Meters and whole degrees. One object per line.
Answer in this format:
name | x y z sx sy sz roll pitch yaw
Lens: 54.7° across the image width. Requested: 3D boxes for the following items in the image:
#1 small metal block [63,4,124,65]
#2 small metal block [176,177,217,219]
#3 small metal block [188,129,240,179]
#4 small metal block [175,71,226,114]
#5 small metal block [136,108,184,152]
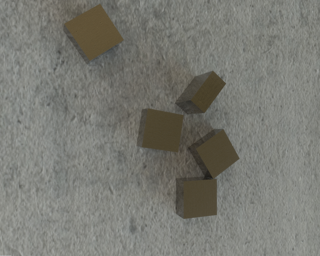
small metal block | -0.081 -0.114 0.379 0.050 0.025 0.050 -37 102 -17
small metal block | 0.051 0.095 0.429 0.050 0.025 0.050 0 90 -21
small metal block | 0.076 0.036 0.439 0.050 0.025 0.050 -34 101 -17
small metal block | 0.053 -0.046 0.417 0.025 0.050 0.050 41 77 -16
small metal block | 0.000 0.003 0.410 0.050 0.025 0.050 10 87 -20
